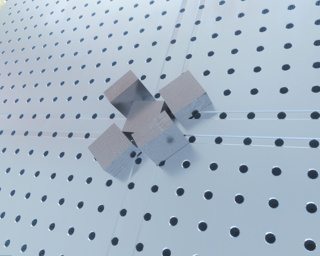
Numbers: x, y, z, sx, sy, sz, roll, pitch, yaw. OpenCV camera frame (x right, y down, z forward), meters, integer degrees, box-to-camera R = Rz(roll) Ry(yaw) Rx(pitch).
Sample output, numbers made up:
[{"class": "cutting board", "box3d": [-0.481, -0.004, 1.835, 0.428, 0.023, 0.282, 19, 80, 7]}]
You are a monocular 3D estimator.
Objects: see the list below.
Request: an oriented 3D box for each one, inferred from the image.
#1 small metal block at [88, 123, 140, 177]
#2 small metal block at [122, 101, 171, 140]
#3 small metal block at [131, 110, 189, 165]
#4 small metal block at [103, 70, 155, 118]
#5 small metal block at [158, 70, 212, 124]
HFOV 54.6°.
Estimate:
[{"class": "small metal block", "box3d": [-0.063, 0.029, 0.424, 0.050, 0.025, 0.050, -44, 51, -3]}, {"class": "small metal block", "box3d": [-0.017, -0.010, 0.423, 0.050, 0.025, 0.050, 3, 62, 31]}, {"class": "small metal block", "box3d": [0.001, 0.013, 0.384, 0.050, 0.050, 0.025, -36, 51, 4]}, {"class": "small metal block", "box3d": [-0.044, -0.047, 0.444, 0.050, 0.050, 0.025, -40, 52, 2]}, {"class": "small metal block", "box3d": [0.033, -0.042, 0.417, 0.050, 0.025, 0.050, -35, 51, 6]}]
